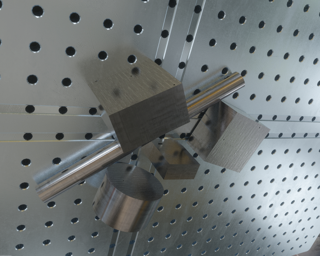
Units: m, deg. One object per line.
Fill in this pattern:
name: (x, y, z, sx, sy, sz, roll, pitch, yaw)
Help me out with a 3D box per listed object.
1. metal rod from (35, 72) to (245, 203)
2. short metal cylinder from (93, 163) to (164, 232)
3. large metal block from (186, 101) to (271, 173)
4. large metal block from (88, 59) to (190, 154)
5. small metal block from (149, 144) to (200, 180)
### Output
metal rod: (-0.018, 0.007, 0.406, 0.301, 0.025, 0.025, -30, 129, -9)
short metal cylinder: (-0.042, 0.090, 0.409, 0.081, 0.080, 0.050, 12, 112, -34)
large metal block: (0.100, 0.012, 0.456, 0.080, 0.050, 0.080, 21, 107, -36)
large metal block: (-0.025, -0.028, 0.347, 0.080, 0.080, 0.050, -25, 128, -13)
small metal block: (0.020, 0.048, 0.437, 0.050, 0.050, 0.025, 5, 116, -31)
